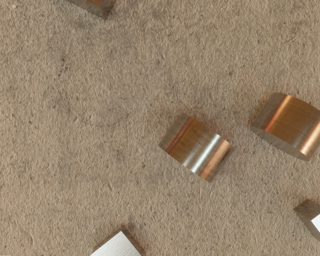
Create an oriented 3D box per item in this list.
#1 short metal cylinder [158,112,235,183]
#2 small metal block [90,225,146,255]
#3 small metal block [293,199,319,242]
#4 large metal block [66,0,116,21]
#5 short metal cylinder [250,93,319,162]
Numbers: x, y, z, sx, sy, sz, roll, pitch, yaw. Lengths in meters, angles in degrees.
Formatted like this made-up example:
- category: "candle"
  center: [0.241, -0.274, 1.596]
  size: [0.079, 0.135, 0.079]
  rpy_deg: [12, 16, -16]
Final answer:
- category: "short metal cylinder"
  center: [0.045, 0.024, 0.383]
  size: [0.080, 0.080, 0.050]
  rpy_deg: [35, 90, -1]
- category: "small metal block"
  center: [-0.054, 0.167, 0.409]
  size: [0.050, 0.025, 0.050]
  rpy_deg: [-39, 91, 0]
- category: "small metal block"
  center: [0.208, 0.125, 0.400]
  size: [0.025, 0.050, 0.050]
  rpy_deg: [-37, 90, 0]
- category: "large metal block"
  center: [-0.091, -0.200, 0.396]
  size: [0.080, 0.050, 0.080]
  rpy_deg: [27, 90, -1]
- category: "short metal cylinder"
  center: [0.161, -0.001, 0.385]
  size: [0.080, 0.080, 0.050]
  rpy_deg: [33, 90, -1]
